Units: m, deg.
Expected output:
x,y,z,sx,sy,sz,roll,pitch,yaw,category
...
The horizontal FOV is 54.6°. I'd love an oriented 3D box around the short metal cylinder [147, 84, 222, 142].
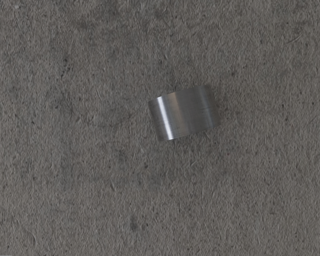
x,y,z,sx,sy,sz,roll,pitch,yaw,category
0.030,-0.018,0.383,0.080,0.080,0.050,-16,90,0,short metal cylinder
